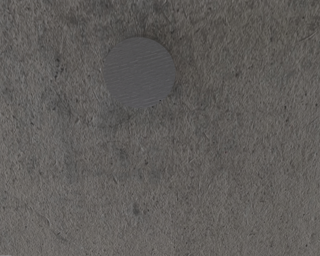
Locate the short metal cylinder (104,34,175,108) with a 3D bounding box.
[{"bbox_3d":[-0.023,-0.069,0.371,0.080,0.050,0.079,0,110,0],"label":"short metal cylinder"}]
